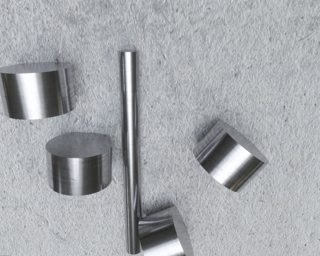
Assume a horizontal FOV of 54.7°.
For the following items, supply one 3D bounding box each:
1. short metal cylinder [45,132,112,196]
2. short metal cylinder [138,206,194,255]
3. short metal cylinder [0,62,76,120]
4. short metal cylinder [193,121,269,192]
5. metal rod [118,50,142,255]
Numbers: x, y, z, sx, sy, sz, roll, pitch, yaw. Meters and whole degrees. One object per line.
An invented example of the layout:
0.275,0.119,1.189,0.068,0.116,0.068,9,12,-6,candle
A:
-0.102,0.043,0.395,0.081,0.080,0.050,3,110,-1,short metal cylinder
0.010,0.158,0.439,0.050,0.080,0.080,-23,109,8,short metal cylinder
-0.142,-0.046,0.362,0.080,0.080,0.050,-1,110,0,short metal cylinder
0.089,0.035,0.394,0.080,0.080,0.050,35,106,-12,short metal cylinder
-0.039,0.046,0.426,0.025,0.025,0.298,0,110,0,metal rod
